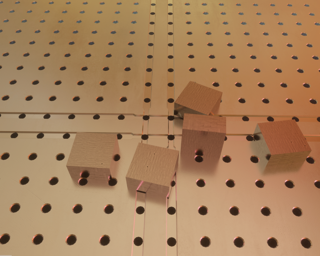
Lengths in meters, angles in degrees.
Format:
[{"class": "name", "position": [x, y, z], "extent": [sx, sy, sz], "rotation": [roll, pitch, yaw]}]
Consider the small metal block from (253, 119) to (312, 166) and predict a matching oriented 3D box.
[{"class": "small metal block", "position": [0.153, 0.018, 0.393], "extent": [0.050, 0.025, 0.050], "rotation": [-6, 50, -5]}]

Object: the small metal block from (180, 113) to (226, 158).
[{"class": "small metal block", "position": [0.053, 0.010, 0.384], "extent": [0.050, 0.050, 0.025], "rotation": [6, 50, 5]}]

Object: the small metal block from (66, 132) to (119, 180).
[{"class": "small metal block", "position": [-0.081, 0.033, 0.379], "extent": [0.050, 0.025, 0.050], "rotation": [3, 50, 3]}]

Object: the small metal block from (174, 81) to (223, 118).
[{"class": "small metal block", "position": [0.054, -0.035, 0.437], "extent": [0.050, 0.025, 0.050], "rotation": [23, 54, 18]}]

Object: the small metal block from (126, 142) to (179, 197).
[{"class": "small metal block", "position": [-0.008, 0.049, 0.367], "extent": [0.050, 0.025, 0.050], "rotation": [11, 51, 9]}]
